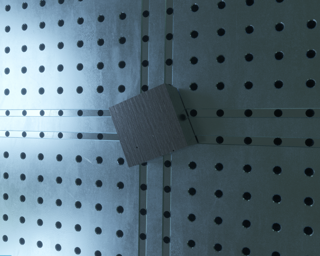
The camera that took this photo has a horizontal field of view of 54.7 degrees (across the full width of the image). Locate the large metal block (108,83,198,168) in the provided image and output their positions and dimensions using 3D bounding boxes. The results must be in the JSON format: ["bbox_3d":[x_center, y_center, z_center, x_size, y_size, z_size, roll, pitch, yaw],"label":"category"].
[{"bbox_3d":[-0.008,-0.002,0.398,0.080,0.050,0.080,-22,83,18],"label":"large metal block"}]
